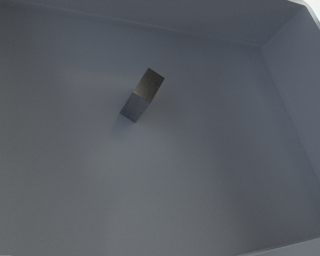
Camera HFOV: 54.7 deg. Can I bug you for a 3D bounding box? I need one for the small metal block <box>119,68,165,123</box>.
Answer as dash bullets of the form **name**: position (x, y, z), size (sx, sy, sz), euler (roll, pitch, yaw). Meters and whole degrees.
- **small metal block**: position (-0.024, -0.042, 0.404), size (0.025, 0.050, 0.050), euler (33, 51, -8)
